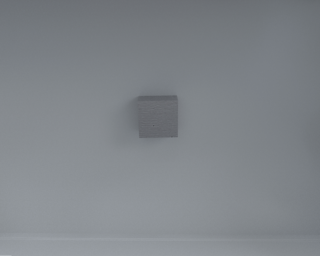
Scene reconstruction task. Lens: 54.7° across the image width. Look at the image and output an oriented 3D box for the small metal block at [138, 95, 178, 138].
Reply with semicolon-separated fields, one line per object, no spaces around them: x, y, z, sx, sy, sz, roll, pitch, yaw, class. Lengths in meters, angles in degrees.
-0.002;-0.015;0.406;0.050;0.025;0.050;-1;110;0;small metal block
